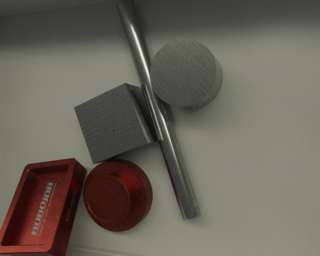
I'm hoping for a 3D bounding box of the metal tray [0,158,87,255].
[{"bbox_3d":[-0.160,0.108,0.424,0.090,0.030,0.130,-9,51,18],"label":"metal tray"}]

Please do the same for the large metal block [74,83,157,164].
[{"bbox_3d":[-0.056,-0.005,0.416,0.080,0.050,0.080,-23,83,18],"label":"large metal block"}]

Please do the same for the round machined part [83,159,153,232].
[{"bbox_3d":[-0.063,0.093,0.423,0.098,0.042,0.097,0,90,19],"label":"round machined part"}]

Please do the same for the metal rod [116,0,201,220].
[{"bbox_3d":[-0.004,-0.029,0.410,0.025,0.025,0.299,-19,84,18],"label":"metal rod"}]

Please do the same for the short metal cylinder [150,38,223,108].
[{"bbox_3d":[0.034,-0.065,0.385,0.080,0.050,0.079,0,90,19],"label":"short metal cylinder"}]
